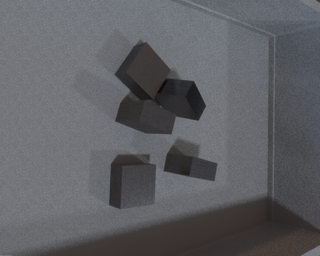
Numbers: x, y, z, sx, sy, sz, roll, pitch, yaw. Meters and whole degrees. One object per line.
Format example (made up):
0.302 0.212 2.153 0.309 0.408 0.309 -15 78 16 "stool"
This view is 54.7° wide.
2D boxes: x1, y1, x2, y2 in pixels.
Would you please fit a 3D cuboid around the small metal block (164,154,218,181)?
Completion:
0.042 0.054 0.428 0.050 0.050 0.025 19 78 -39 "small metal block"

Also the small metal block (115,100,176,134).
-0.017 -0.012 0.378 0.050 0.050 0.025 23 76 -38 "small metal block"

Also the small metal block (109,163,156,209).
-0.033 0.069 0.381 0.050 0.025 0.050 4 88 -40 "small metal block"

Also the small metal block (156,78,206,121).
0.026 -0.038 0.406 0.025 0.050 0.050 -61 141 -22 "small metal block"

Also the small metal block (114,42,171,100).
-0.021 -0.070 0.391 0.050 0.025 0.050 44 63 -31 "small metal block"
